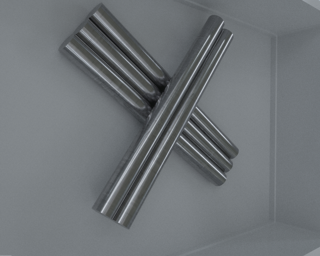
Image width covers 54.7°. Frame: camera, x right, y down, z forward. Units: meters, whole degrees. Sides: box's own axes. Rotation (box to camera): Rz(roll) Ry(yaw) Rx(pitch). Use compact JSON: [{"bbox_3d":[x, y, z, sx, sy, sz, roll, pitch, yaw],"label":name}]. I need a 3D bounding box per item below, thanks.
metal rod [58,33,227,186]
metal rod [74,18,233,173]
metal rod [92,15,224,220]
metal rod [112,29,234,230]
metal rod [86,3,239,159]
[{"bbox_3d":[-0.002,-0.005,0.402,0.300,0.025,0.025,42,65,-32],"label":"metal rod"},{"bbox_3d":[0.010,-0.024,0.413,0.300,0.025,0.025,42,65,-32],"label":"metal rod"},{"bbox_3d":[0.010,-0.030,0.380,0.025,0.025,0.300,45,63,-31],"label":"metal rod"},{"bbox_3d":[0.025,-0.016,0.393,0.025,0.025,0.300,45,63,-31],"label":"metal rod"},{"bbox_3d":[0.022,-0.045,0.423,0.300,0.025,0.025,42,65,-32],"label":"metal rod"}]
